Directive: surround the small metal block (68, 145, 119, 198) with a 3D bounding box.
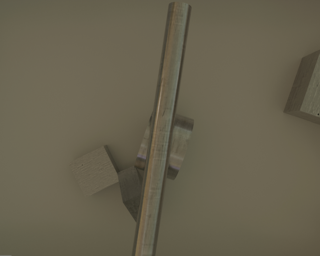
[{"bbox_3d":[-0.084,0.056,0.410,0.050,0.025,0.050,-26,90,-1],"label":"small metal block"}]

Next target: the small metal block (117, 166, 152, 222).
[{"bbox_3d":[-0.029,0.084,0.389,0.025,0.050,0.050,-23,127,0],"label":"small metal block"}]

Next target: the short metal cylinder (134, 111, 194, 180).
[{"bbox_3d":[0.005,0.019,0.384,0.050,0.080,0.080,19,90,-1],"label":"short metal cylinder"}]

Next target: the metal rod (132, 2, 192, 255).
[{"bbox_3d":[0.000,0.017,0.331,0.025,0.025,0.298,8,90,-1],"label":"metal rod"}]

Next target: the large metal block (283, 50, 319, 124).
[{"bbox_3d":[0.221,-0.046,0.402,0.080,0.050,0.080,19,90,-1],"label":"large metal block"}]
